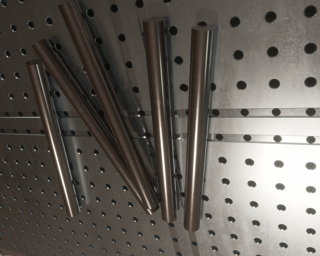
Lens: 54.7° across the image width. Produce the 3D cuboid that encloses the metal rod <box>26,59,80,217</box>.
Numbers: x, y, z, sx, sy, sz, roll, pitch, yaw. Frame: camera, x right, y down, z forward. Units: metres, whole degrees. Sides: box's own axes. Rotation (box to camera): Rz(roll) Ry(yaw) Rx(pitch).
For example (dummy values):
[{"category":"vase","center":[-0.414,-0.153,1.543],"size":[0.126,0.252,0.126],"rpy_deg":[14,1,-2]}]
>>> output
[{"category":"metal rod","center":[-0.173,0.034,0.520],"size":[0.025,0.025,0.298],"rpy_deg":[11,123,22]}]

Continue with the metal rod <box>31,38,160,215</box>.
[{"category":"metal rod","center":[-0.088,0.007,0.459],"size":[0.025,0.025,0.299],"rpy_deg":[-22,107,36]}]

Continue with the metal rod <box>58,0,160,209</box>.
[{"category":"metal rod","center":[-0.062,-0.018,0.421],"size":[0.025,0.025,0.298],"rpy_deg":[-9,111,32]}]

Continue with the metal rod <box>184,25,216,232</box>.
[{"category":"metal rod","center":[0.047,0.023,0.399],"size":[0.025,0.025,0.298],"rpy_deg":[13,124,21]}]

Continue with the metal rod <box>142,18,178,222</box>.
[{"category":"metal rod","center":[0.004,0.010,0.413],"size":[0.025,0.025,0.298],"rpy_deg":[9,123,23]}]
